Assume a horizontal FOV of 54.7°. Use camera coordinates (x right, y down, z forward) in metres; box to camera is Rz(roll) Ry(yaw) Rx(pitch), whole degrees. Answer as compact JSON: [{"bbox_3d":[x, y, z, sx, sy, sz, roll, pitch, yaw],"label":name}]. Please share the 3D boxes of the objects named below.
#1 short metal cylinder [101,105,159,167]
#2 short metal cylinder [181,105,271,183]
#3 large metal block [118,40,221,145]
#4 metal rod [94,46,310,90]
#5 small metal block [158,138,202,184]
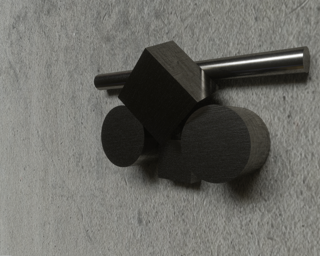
[{"bbox_3d":[-0.033,0.010,0.417,0.080,0.050,0.079,0,90,40],"label":"short metal cylinder"},{"bbox_3d":[0.070,0.016,0.332,0.080,0.050,0.079,0,90,40],"label":"short metal cylinder"},{"bbox_3d":[0.008,-0.041,0.361,0.080,0.050,0.080,48,133,11],"label":"large metal block"},{"bbox_3d":[0.023,-0.068,0.387,0.300,0.025,0.025,2,91,40],"label":"metal rod"},{"bbox_3d":[0.025,0.039,0.387,0.050,0.025,0.050,3,92,40],"label":"small metal block"}]
